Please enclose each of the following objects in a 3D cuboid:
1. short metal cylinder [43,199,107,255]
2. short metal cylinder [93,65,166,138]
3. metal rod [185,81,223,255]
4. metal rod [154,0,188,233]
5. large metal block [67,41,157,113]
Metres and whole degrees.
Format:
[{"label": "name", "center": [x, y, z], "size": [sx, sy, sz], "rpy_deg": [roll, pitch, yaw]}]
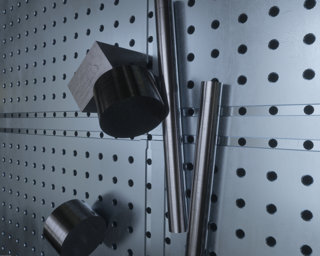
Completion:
[{"label": "short metal cylinder", "center": [-0.131, 0.159, 0.482], "size": [0.050, 0.081, 0.079], "rpy_deg": [28, 108, 36]}, {"label": "short metal cylinder", "center": [-0.038, -0.031, 0.383], "size": [0.080, 0.081, 0.050], "rpy_deg": [-43, 50, 32]}, {"label": "metal rod", "center": [0.048, 0.095, 0.370], "size": [0.025, 0.025, 0.298], "rpy_deg": [8, 95, 39]}, {"label": "metal rod", "center": [0.014, -0.020, 0.397], "size": [0.025, 0.025, 0.298], "rpy_deg": [-6, 86, 40]}, {"label": "large metal block", "center": [-0.066, -0.065, 0.428], "size": [0.080, 0.081, 0.050], "rpy_deg": [-48, 62, 29]}]
